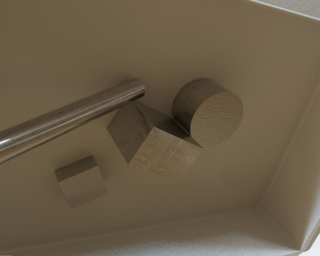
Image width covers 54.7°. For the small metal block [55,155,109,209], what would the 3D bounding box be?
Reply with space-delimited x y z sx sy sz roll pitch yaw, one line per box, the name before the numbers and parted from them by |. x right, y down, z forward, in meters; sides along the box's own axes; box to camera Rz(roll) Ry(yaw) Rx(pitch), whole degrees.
small metal block | -0.100 0.069 0.398 0.050 0.025 0.050 -22 127 -15

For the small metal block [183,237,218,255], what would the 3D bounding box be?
small metal block | 0.077 0.246 0.592 0.025 0.050 0.050 19 109 -36

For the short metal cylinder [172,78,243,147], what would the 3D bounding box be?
short metal cylinder | 0.063 -0.021 0.416 0.081 0.050 0.079 -14 125 -21

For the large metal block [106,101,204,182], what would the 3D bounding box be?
large metal block | -0.008 0.013 0.378 0.080 0.080 0.050 25 105 -37

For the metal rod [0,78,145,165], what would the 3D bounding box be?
metal rod | -0.121 0.010 0.265 0.302 0.025 0.025 -32 135 -43
